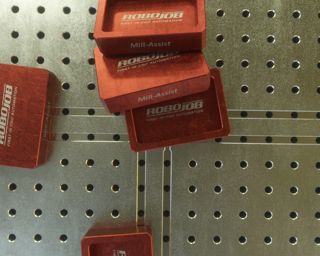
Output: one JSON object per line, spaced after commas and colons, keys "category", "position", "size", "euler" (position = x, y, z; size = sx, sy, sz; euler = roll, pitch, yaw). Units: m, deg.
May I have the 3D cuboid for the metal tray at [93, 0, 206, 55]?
{"category": "metal tray", "position": [-0.010, -0.138, 0.384], "size": [0.131, 0.030, 0.090], "euler": [-1, 63, 6]}

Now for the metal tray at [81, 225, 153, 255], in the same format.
{"category": "metal tray", "position": [-0.052, 0.201, 0.410], "size": [0.091, 0.030, 0.129], "euler": [-4, 90, -1]}

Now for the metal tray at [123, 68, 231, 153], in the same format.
{"category": "metal tray", "position": [0.020, -0.023, 0.411], "size": [0.131, 0.030, 0.089], "euler": [-10, 90, -1]}

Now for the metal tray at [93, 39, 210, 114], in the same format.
{"category": "metal tray", "position": [-0.012, -0.075, 0.388], "size": [0.131, 0.030, 0.090], "euler": [-14, 58, 0]}

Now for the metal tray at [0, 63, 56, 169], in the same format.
{"category": "metal tray", "position": [-0.194, -0.016, 0.408], "size": [0.091, 0.030, 0.129], "euler": [7, 90, -1]}
